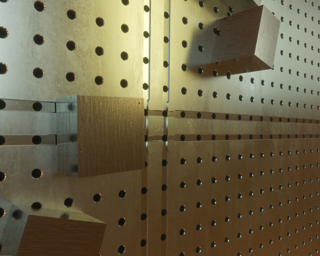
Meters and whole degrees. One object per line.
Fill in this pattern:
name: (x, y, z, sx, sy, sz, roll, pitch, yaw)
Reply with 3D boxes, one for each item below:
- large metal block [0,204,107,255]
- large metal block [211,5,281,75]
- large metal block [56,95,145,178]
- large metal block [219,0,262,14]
large metal block: (-0.109, 0.124, 0.303, 0.080, 0.050, 0.080, 22, 76, -38)
large metal block: (0.134, -0.135, 0.488, 0.050, 0.080, 0.080, 22, 77, -39)
large metal block: (-0.064, 0.007, 0.341, 0.081, 0.050, 0.079, -2, 92, -40)
large metal block: (0.127, -0.245, 0.501, 0.080, 0.050, 0.080, 27, 73, -37)
